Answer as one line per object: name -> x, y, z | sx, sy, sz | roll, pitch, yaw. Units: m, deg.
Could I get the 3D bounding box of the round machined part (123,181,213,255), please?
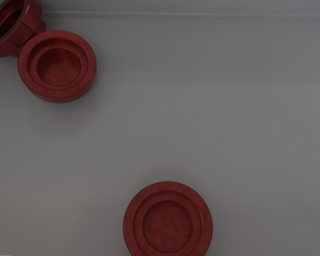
round machined part -> 0.009, 0.114, 0.358 | 0.099, 0.042, 0.098 | 0, 69, 0

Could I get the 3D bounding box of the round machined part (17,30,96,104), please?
round machined part -> -0.136, -0.079, 0.422 | 0.099, 0.042, 0.098 | 3, 75, -9

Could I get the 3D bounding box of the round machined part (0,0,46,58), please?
round machined part -> -0.201, -0.138, 0.435 | 0.098, 0.042, 0.098 | -15, 58, 25
